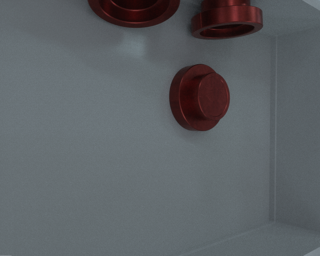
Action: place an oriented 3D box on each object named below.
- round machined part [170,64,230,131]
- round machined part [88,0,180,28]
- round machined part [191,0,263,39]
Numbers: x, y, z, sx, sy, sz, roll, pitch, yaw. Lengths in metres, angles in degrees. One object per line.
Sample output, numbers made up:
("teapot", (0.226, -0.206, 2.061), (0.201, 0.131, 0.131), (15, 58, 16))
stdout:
("round machined part", (0.064, -0.044, 0.449), (0.099, 0.042, 0.097), (0, 90, -40))
("round machined part", (-0.028, -0.154, 0.337), (0.099, 0.098, 0.042), (11, 71, -40))
("round machined part", (0.093, -0.157, 0.436), (0.099, 0.098, 0.042), (-7, 94, -40))
